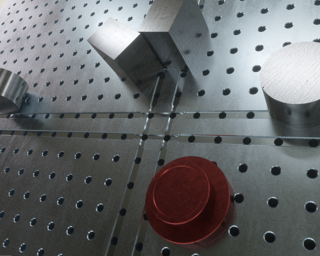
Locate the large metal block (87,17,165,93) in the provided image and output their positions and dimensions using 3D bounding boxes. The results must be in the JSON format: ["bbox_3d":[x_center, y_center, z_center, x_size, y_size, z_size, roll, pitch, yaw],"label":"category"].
[{"bbox_3d":[-0.051,-0.109,0.467,0.050,0.080,0.080,-47,51,-4],"label":"large metal block"}]

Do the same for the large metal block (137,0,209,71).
[{"bbox_3d":[0.022,-0.141,0.448,0.050,0.080,0.080,11,68,33],"label":"large metal block"}]

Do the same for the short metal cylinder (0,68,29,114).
[{"bbox_3d":[-0.291,-0.067,0.567,0.080,0.080,0.050,-4,60,26],"label":"short metal cylinder"}]

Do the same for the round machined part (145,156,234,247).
[{"bbox_3d":[0.027,0.075,0.337,0.098,0.042,0.098,-13,56,21],"label":"round machined part"}]

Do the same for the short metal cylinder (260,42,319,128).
[{"bbox_3d":[0.155,-0.047,0.339,0.080,0.050,0.080,-13,56,21],"label":"short metal cylinder"}]
